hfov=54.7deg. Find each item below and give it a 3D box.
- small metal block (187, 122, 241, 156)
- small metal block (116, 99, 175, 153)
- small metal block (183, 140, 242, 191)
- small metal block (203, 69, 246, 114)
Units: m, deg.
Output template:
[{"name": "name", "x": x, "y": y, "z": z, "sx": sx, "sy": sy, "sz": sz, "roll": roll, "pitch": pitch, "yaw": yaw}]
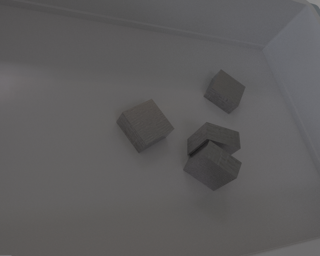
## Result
[{"name": "small metal block", "x": 0.071, "y": 0.021, "z": 0.415, "sx": 0.050, "sy": 0.050, "sz": 0.025, "roll": 16, "pitch": 55, "yaw": -19}, {"name": "small metal block", "x": -0.019, "y": -0.003, "z": 0.397, "sx": 0.050, "sy": 0.025, "sz": 0.050, "roll": -29, "pitch": 78, "yaw": -37}, {"name": "small metal block", "x": 0.066, "y": 0.049, "z": 0.395, "sx": 0.050, "sy": 0.050, "sz": 0.025, "roll": 35, "pitch": 51, "yaw": -5}, {"name": "small metal block", "x": 0.104, "y": -0.058, "z": 0.497, "sx": 0.050, "sy": 0.025, "sz": 0.050, "roll": 35, "pitch": 51, "yaw": -6}]
